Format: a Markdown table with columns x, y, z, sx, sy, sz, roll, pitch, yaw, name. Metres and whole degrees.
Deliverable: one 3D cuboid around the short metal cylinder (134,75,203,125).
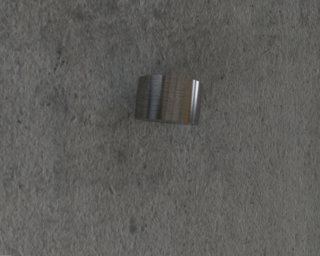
| x | y | z | sx | sy | sz | roll | pitch | yaw | name |
| --- | --- | --- | --- | --- | --- | --- | --- | --- | --- |
| 0.011 | -0.032 | 0.385 | 0.081 | 0.080 | 0.050 | 6 | 88 | -20 | short metal cylinder |
